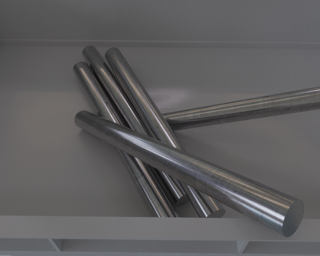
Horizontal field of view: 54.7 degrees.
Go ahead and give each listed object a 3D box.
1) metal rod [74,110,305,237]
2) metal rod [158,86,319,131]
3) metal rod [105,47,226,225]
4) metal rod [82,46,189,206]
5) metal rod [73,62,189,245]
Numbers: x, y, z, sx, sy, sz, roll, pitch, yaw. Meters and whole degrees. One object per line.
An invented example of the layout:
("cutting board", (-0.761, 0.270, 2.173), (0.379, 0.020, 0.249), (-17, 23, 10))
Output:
("metal rod", (-0.010, 0.022, 0.304), (0.025, 0.025, 0.300), (-36, 33, -26))
("metal rod", (0.134, -0.027, 0.355), (0.301, 0.025, 0.025), (-9, 47, 22))
("metal rod", (-0.011, -0.014, 0.388), (0.025, 0.025, 0.300), (-19, 50, -16))
("metal rod", (-0.044, -0.023, 0.423), (0.025, 0.025, 0.300), (-23, 54, -18))
("metal rod", (-0.052, 0.009, 0.396), (0.025, 0.025, 0.300), (-22, 54, -18))
